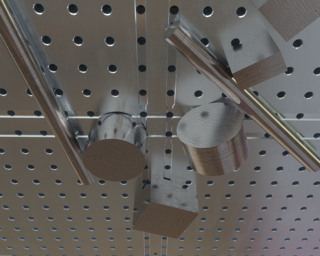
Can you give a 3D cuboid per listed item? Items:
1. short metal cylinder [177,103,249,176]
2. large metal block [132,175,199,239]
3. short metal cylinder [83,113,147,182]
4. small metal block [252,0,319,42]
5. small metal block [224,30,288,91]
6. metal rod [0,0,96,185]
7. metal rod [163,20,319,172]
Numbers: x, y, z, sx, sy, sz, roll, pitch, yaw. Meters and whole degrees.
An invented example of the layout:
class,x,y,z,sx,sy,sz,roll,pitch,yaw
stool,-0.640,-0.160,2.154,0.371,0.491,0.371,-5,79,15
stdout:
class,x,y,z,sx,sy,sz,roll,pitch,yaw
short metal cylinder,0.067,0.013,0.387,0.080,0.080,0.050,-14,129,11
large metal block,0.008,0.131,0.507,0.081,0.050,0.079,18,128,-15
short metal cylinder,-0.059,0.027,0.418,0.081,0.050,0.079,0,130,0
small metal block,0.130,-0.123,0.308,0.050,0.025,0.050,36,122,-27
small metal block,0.102,-0.073,0.334,0.050,0.050,0.025,-24,126,19
metal rod,-0.138,-0.033,0.381,0.025,0.025,0.298,-8,130,7
metal rod,0.121,-0.024,0.391,0.301,0.025,0.025,36,121,-27
